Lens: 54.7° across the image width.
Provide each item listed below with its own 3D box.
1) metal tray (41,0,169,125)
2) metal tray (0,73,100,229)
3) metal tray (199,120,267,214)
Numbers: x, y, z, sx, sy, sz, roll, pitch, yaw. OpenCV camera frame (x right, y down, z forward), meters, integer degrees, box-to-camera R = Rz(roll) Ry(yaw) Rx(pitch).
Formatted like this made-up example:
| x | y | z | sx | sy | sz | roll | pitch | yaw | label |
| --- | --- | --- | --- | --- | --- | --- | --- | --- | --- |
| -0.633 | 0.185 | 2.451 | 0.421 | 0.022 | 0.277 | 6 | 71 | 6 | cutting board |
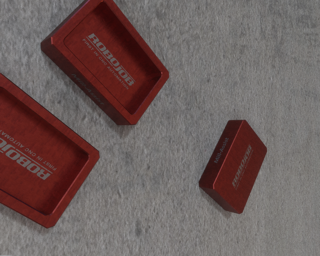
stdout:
| x | y | z | sx | sy | sz | roll | pitch | yaw | label |
| --- | --- | --- | --- | --- | --- | --- | --- | --- | --- |
| -0.055 | -0.076 | 0.356 | 0.130 | 0.030 | 0.090 | 48 | 61 | -30 | metal tray |
| -0.132 | 0.024 | 0.291 | 0.130 | 0.030 | 0.090 | 45 | 63 | -31 | metal tray |
| 0.124 | 0.062 | 0.508 | 0.090 | 0.030 | 0.130 | 45 | 63 | -31 | metal tray |
